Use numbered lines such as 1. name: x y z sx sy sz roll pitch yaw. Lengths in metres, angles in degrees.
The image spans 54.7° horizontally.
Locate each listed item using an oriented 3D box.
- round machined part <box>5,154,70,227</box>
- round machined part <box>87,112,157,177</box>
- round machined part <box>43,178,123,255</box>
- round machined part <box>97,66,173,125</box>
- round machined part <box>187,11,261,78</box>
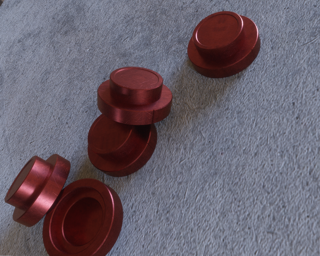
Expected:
1. round machined part: -0.165 0.075 0.408 0.098 0.042 0.098 -40 27 26
2. round machined part: -0.057 0.013 0.415 0.098 0.042 0.098 -13 56 21
3. round machined part: -0.086 0.113 0.369 0.098 0.042 0.098 -13 56 21
4. round machined part: -0.032 -0.048 0.406 0.099 0.042 0.098 6 34 -4
5. round machined part: 0.083 -0.120 0.423 0.098 0.042 0.098 -13 56 21
